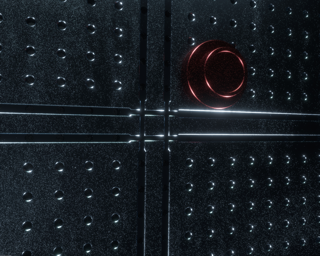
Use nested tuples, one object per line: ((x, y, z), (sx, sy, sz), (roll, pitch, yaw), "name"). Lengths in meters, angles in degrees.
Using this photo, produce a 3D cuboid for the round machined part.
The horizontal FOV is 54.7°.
((0.083, -0.076, 0.436), (0.099, 0.042, 0.097), (0, 90, -20), "round machined part")
